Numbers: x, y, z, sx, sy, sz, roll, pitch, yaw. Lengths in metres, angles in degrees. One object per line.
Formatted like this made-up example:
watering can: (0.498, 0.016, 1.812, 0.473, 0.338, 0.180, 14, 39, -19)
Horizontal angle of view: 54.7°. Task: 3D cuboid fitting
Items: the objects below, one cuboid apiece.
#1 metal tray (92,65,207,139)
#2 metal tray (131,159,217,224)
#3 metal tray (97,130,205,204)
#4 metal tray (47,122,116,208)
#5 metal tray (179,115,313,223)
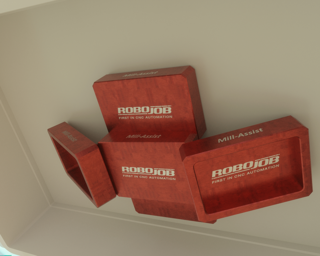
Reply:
metal tray: (-0.014, -0.026, 0.393, 0.130, 0.030, 0.089, -1, 118, 28)
metal tray: (0.016, 0.087, 0.447, 0.130, 0.030, 0.089, -1, 118, 28)
metal tray: (-0.010, 0.050, 0.400, 0.130, 0.030, 0.089, -1, 118, 28)
metal tray: (-0.118, 0.050, 0.457, 0.130, 0.030, 0.089, 24, 135, 51)
metal tray: (0.095, 0.047, 0.342, 0.131, 0.030, 0.089, -15, 115, 2)
